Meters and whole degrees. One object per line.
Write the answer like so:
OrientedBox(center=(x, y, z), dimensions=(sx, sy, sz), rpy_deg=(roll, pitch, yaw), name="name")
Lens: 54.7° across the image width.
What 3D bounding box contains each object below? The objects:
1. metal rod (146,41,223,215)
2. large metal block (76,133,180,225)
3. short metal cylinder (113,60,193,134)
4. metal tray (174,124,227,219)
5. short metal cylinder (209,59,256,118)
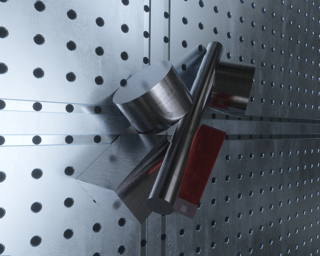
OrientedBox(center=(0.043, -0.028, 0.378), dimensions=(0.025, 0.025, 0.301), rpy_deg=(54, 37, -26), name="metal rod")
OrientedBox(center=(-0.033, 0.052, 0.347), dimensions=(0.080, 0.080, 0.050), rpy_deg=(-47, 119, -30), name="large metal block")
OrientedBox(center=(-0.008, -0.036, 0.368), dimensions=(0.080, 0.080, 0.050), rpy_deg=(-51, 121, -28), name="short metal cylinder")
OrientedBox(center=(0.047, 0.061, 0.396), dimensions=(0.130, 0.030, 0.090), rpy_deg=(83, 31, -67), name="metal tray")
OrientedBox(center=(0.107, -0.058, 0.459), dimensions=(0.080, 0.050, 0.080), rpy_deg=(12, 91, -78), name="short metal cylinder")
